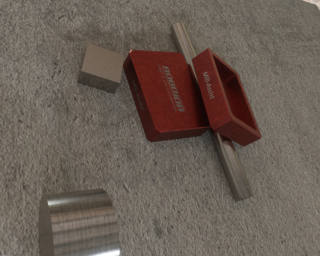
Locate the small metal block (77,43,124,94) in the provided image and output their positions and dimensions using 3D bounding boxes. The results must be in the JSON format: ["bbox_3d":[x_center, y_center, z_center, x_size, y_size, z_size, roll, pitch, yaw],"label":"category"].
[{"bbox_3d":[-0.078,-0.079,0.411,0.050,0.025,0.050,16,55,-20],"label":"small metal block"}]

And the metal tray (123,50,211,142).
[{"bbox_3d":[0.009,-0.048,0.437,0.091,0.030,0.130,-6,65,-31],"label":"metal tray"}]

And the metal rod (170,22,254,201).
[{"bbox_3d":[0.071,-0.038,0.467,0.025,0.025,0.299,-3,63,-30],"label":"metal rod"}]

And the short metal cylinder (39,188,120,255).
[{"bbox_3d":[-0.074,0.096,0.271,0.050,0.080,0.080,-1,62,-29],"label":"short metal cylinder"}]

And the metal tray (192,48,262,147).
[{"bbox_3d":[0.097,-0.045,0.454,0.090,0.030,0.130,25,44,-42],"label":"metal tray"}]
